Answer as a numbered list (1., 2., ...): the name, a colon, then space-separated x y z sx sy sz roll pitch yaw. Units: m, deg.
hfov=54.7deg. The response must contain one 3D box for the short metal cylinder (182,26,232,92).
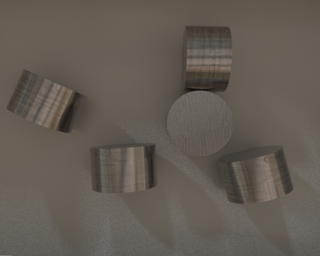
1. short metal cylinder: 0.055 -0.085 0.384 0.050 0.080 0.080 1 90 0

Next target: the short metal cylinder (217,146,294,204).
1. short metal cylinder: 0.117 0.056 0.385 0.080 0.080 0.050 -15 90 0

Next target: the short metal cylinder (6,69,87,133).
1. short metal cylinder: -0.138 -0.033 0.383 0.080 0.080 0.050 24 90 0

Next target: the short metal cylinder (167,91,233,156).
1. short metal cylinder: 0.049 -0.006 0.399 0.081 0.050 0.080 0 90 0

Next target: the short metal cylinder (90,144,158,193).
1. short metal cylinder: -0.044 0.047 0.383 0.080 0.080 0.050 -3 90 0
